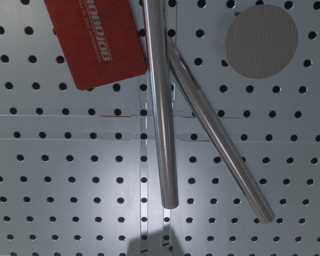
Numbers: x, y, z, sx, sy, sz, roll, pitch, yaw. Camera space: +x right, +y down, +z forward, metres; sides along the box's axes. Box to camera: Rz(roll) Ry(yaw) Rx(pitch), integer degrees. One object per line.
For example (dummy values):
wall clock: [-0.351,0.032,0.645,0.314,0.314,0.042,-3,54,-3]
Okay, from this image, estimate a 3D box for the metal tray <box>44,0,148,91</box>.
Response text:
metal tray: [-0.074,-0.118,0.366,0.090,0.030,0.129,-14,110,5]

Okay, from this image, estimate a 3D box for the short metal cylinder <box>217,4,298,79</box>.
short metal cylinder: [0.111,-0.102,0.363,0.081,0.050,0.079,0,110,0]

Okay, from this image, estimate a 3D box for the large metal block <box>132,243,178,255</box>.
large metal block: [-0.003,0.241,0.489,0.080,0.050,0.080,-20,109,7]

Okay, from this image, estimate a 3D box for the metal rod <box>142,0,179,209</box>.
metal rod: [0.003,-0.022,0.388,0.025,0.025,0.298,-4,117,1]

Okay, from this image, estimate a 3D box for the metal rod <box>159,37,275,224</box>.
metal rod: [0.081,0.015,0.419,0.025,0.025,0.299,-30,108,10]
